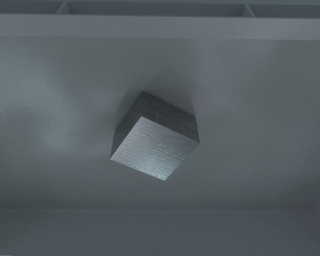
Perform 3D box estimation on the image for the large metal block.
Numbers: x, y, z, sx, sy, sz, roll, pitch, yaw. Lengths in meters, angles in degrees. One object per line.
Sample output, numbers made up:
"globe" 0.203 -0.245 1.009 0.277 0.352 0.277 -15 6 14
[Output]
"large metal block" -0.008 0.013 0.399 0.080 0.050 0.080 25 125 -20
